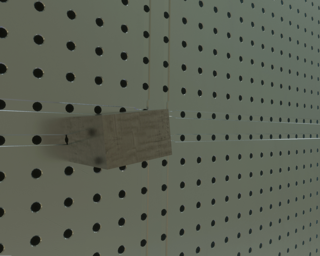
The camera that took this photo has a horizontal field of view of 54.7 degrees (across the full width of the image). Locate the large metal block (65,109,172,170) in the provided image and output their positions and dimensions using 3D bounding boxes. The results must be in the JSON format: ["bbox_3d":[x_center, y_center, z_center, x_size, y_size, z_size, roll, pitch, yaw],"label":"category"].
[{"bbox_3d":[-0.045,0.009,0.337,0.081,0.080,0.050,-9,96,-40],"label":"large metal block"}]
